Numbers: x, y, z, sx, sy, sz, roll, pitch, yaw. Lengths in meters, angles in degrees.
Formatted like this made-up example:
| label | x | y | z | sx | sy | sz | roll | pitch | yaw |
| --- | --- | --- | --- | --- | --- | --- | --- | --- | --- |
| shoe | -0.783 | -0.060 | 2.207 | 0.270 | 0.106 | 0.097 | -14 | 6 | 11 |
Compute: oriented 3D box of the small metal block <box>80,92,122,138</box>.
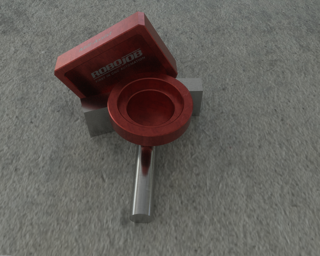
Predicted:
| label | x | y | z | sx | sy | sz | roll | pitch | yaw |
| --- | --- | --- | --- | --- | --- | --- | --- | --- | --- |
| small metal block | -0.072 | -0.018 | 0.402 | 0.050 | 0.050 | 0.025 | -15 | 52 | -13 |

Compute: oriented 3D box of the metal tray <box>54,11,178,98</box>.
| label | x | y | z | sx | sy | sz | roll | pitch | yaw |
| --- | --- | --- | --- | --- | --- | --- | --- | --- | --- |
| metal tray | -0.055 | -0.078 | 0.397 | 0.130 | 0.090 | 0.030 | -23 | 46 | 19 |

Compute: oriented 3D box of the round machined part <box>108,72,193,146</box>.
| label | x | y | z | sx | sy | sz | roll | pitch | yaw |
| --- | --- | --- | --- | --- | --- | --- | --- | --- | --- |
| round machined part | -0.011 | -0.018 | 0.373 | 0.099 | 0.042 | 0.098 | 2 | 53 | -2 |

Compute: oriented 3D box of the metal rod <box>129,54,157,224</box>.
| label | x | y | z | sx | sy | sz | roll | pitch | yaw |
| --- | --- | --- | --- | --- | --- | --- | --- | --- | --- |
| metal rod | -0.014 | -0.019 | 0.421 | 0.025 | 0.025 | 0.300 | 2 | 50 | 1 |

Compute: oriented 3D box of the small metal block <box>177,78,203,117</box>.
| label | x | y | z | sx | sy | sz | roll | pitch | yaw |
| --- | --- | --- | --- | --- | --- | --- | --- | --- | --- |
| small metal block | 0.030 | -0.041 | 0.423 | 0.050 | 0.050 | 0.025 | -1 | 50 | -2 |
